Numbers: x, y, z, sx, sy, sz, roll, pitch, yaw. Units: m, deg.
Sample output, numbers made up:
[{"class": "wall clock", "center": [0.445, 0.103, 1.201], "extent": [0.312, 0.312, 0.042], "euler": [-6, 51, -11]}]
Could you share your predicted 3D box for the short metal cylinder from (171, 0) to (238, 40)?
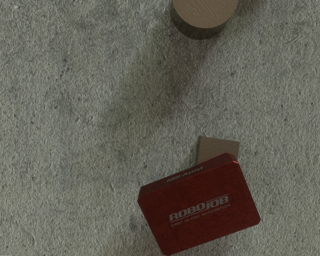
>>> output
[{"class": "short metal cylinder", "center": [0.055, -0.160, 0.398], "extent": [0.081, 0.050, 0.080], "euler": [0, 90, 0]}]

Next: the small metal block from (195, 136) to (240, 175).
[{"class": "small metal block", "center": [0.075, 0.039, 0.411], "extent": [0.050, 0.025, 0.050], "euler": [9, 90, 0]}]

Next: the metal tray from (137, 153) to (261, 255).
[{"class": "metal tray", "center": [0.048, 0.097, 0.392], "extent": [0.130, 0.030, 0.090], "euler": [-22, 102, 6]}]
